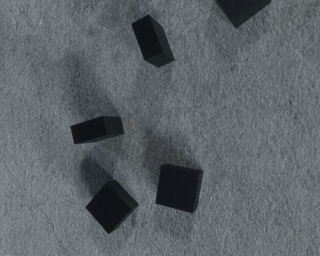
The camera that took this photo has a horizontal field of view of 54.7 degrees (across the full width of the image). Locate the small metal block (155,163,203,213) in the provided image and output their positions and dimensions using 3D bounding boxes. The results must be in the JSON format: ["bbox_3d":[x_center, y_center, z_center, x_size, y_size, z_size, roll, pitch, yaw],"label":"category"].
[{"bbox_3d":[0.025,0.076,0.399,0.050,0.025,0.050,10,93,19],"label":"small metal block"}]

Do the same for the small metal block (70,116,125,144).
[{"bbox_3d":[-0.084,0.003,0.424,0.050,0.050,0.025,-16,85,19],"label":"small metal block"}]

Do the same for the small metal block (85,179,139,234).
[{"bbox_3d":[-0.067,0.109,0.431,0.050,0.025,0.050,44,103,14],"label":"small metal block"}]

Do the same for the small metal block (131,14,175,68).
[{"bbox_3d":[-0.008,-0.110,0.398,0.025,0.050,0.050,-22,83,18],"label":"small metal block"}]

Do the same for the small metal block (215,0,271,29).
[{"bbox_3d":[0.098,-0.159,0.374,0.050,0.025,0.050,-36,79,16],"label":"small metal block"}]
